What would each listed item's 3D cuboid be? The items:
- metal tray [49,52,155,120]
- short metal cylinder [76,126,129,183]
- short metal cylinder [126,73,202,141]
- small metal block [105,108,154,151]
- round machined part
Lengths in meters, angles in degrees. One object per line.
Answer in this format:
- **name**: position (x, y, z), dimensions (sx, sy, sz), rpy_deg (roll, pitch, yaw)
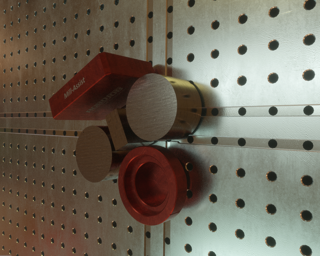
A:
- **metal tray**: position (-0.080, -0.051, 0.427), dimensions (0.130, 0.091, 0.030), rpy_deg (-30, 72, 36)
- **short metal cylinder**: position (-0.078, 0.036, 0.452), dimensions (0.080, 0.050, 0.079), rpy_deg (0, 90, 40)
- **short metal cylinder**: position (0.004, -0.025, 0.385), dimensions (0.080, 0.050, 0.079), rpy_deg (0, 90, 40)
- **small metal block**: position (-0.041, 0.002, 0.421), dimensions (0.025, 0.050, 0.050), rpy_deg (-32, 71, 36)
- **round machined part**: position (-0.005, 0.071, 0.397), dimensions (0.098, 0.042, 0.097), rpy_deg (0, 90, 40)
